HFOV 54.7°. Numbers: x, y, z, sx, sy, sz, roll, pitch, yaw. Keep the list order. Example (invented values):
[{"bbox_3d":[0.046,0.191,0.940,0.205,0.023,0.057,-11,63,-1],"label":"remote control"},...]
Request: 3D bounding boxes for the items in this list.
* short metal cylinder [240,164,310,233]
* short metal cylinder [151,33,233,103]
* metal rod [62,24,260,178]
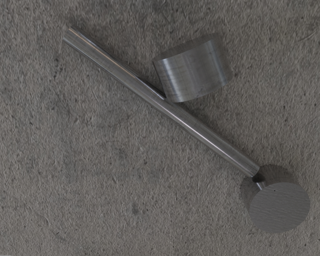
[{"bbox_3d":[0.159,0.098,0.434,0.081,0.050,0.079,0,110,0],"label":"short metal cylinder"},{"bbox_3d":[0.037,-0.070,0.355,0.080,0.080,0.050,-21,109,7],"label":"short metal cylinder"},{"bbox_3d":[0.011,-0.027,0.399,0.301,0.025,0.025,36,106,-13],"label":"metal rod"}]
